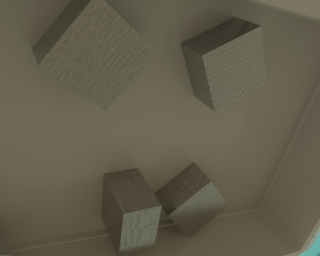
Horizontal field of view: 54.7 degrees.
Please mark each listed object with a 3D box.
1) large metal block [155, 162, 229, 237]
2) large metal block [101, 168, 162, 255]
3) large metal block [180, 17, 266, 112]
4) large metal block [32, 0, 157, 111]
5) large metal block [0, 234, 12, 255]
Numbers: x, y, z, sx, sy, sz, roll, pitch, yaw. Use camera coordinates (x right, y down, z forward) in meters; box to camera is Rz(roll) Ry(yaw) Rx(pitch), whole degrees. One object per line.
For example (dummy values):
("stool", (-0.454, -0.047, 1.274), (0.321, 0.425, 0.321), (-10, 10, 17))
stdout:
("large metal block", (0.051, 0.115, 0.494), (0.080, 0.050, 0.080), (-39, 130, -3))
("large metal block", (-0.043, 0.114, 0.422), (0.050, 0.080, 0.079), (-6, 121, -26))
("large metal block", (0.081, -0.080, 0.389), (0.080, 0.050, 0.080), (-29, 129, -11))
("large metal block", (-0.065, -0.078, 0.310), (0.080, 0.050, 0.080), (-49, 129, 6))
("large metal block", (-0.217, 0.140, 0.327), (0.080, 0.080, 0.050), (8, 116, -54))
